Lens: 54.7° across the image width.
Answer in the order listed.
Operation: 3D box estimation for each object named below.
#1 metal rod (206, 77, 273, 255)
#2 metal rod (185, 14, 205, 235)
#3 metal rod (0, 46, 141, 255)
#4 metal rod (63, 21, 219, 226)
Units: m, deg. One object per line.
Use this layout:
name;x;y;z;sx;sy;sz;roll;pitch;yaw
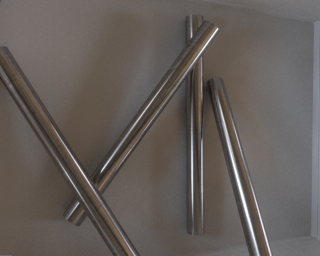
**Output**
metal rod;0.101;0.069;0.381;0.025;0.025;0.299;0;64;-20
metal rod;0.049;-0.004;0.429;0.025;0.025;0.298;-1;90;-20
metal rod;-0.102;0.043;0.349;0.025;0.025;0.299;-33;92;-17
metal rod;-0.020;-0.011;0.389;0.025;0.025;0.300;37;83;-17
